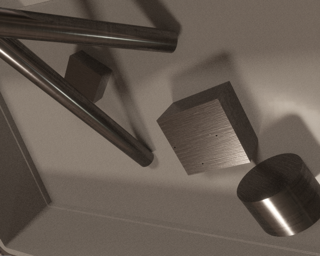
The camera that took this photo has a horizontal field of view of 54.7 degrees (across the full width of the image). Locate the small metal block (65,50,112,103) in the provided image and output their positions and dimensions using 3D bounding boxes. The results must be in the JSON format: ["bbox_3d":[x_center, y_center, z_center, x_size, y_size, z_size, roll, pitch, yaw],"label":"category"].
[{"bbox_3d":[-0.098,-0.068,0.417,0.050,0.025,0.050,34,129,5],"label":"small metal block"}]

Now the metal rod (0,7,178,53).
[{"bbox_3d":[-0.121,-0.092,0.276,0.025,0.303,0.025,7,98,62],"label":"metal rod"}]

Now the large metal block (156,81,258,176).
[{"bbox_3d":[0.057,0.002,0.363,0.080,0.050,0.080,-19,109,35],"label":"large metal block"}]

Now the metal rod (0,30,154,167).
[{"bbox_3d":[-0.103,-0.035,0.354,0.025,0.025,0.300,-14,139,33],"label":"metal rod"}]

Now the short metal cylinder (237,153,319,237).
[{"bbox_3d":[0.135,0.073,0.347,0.080,0.080,0.050,-31,102,37],"label":"short metal cylinder"}]
